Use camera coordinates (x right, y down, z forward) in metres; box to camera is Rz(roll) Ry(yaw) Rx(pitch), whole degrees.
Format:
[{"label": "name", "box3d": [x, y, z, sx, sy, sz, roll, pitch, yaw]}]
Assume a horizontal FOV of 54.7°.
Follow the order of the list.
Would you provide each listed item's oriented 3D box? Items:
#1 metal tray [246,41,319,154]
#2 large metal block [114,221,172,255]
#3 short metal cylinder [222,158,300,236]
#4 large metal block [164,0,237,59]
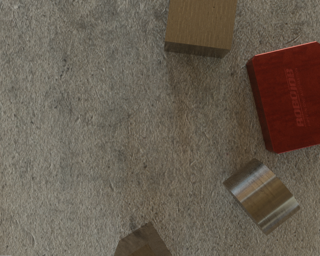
[{"label": "metal tray", "box3d": [0.175, -0.039, 0.409, 0.091, 0.030, 0.129, -13, 90, 0]}, {"label": "large metal block", "box3d": [-0.013, 0.174, 0.383, 0.050, 0.080, 0.080, -33, 90, 0]}, {"label": "short metal cylinder", "box3d": [0.123, 0.084, 0.384, 0.050, 0.080, 0.080, -39, 90, 0]}, {"label": "large metal block", "box3d": [0.051, -0.139, 0.398, 0.080, 0.050, 0.080, 7, 90, 0]}]
